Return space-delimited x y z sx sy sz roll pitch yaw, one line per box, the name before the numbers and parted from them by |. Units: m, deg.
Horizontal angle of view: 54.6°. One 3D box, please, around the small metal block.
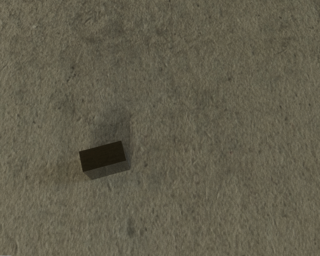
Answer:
small metal block | -0.066 0.041 0.380 0.050 0.050 0.025 -15 71 -5
